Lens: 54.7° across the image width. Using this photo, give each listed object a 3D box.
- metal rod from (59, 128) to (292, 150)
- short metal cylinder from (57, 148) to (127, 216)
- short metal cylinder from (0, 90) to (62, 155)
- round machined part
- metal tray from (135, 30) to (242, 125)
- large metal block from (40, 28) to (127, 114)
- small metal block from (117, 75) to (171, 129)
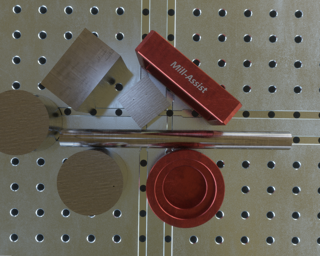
[{"bbox_3d":[0.021,0.015,0.413,0.302,0.025,0.025,1,90,0],"label":"metal rod"},{"bbox_3d":[-0.085,0.066,0.400,0.081,0.050,0.080,0,90,0],"label":"short metal cylinder"},{"bbox_3d":[-0.174,-0.007,0.399,0.081,0.050,0.080,0,90,0],"label":"short metal cylinder"},{"bbox_3d":[0.032,0.076,0.405,0.099,0.042,0.097,0,90,0],"label":"round machined part"},{"bbox_3d":[0.032,-0.056,0.380,0.130,0.090,0.030,40,90,0],"label":"metal tray"},{"bbox_3d":[-0.089,-0.066,0.385,0.050,0.080,0.080,39,90,-1],"label":"large metal block"},{"bbox_3d":[-0.021,-0.034,0.413,0.050,0.025,0.050,-39,90,0],"label":"small metal block"}]
